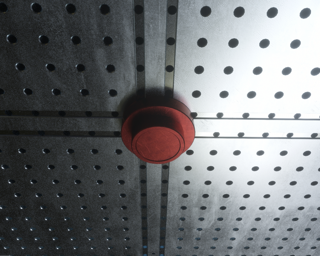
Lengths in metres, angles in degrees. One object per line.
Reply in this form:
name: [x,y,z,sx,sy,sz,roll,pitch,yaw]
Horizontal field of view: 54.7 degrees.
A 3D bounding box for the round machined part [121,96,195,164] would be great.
round machined part: [-0.003,0.010,0.408,0.099,0.042,0.097,-1,130,0]
